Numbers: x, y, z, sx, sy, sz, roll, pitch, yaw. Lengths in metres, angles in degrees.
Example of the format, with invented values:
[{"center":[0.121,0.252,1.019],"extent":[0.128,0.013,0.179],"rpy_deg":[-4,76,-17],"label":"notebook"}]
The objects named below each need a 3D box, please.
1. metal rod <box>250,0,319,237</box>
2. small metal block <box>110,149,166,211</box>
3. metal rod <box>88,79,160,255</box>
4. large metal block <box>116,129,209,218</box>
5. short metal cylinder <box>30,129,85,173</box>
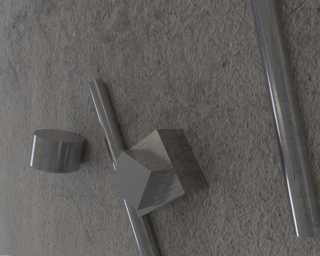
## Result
[{"center":[0.118,-0.048,0.307],"extent":[0.025,0.025,0.298],"rpy_deg":[-14,81,39],"label":"metal rod"},{"center":[-0.027,0.059,0.362],"extent":[0.050,0.025,0.050],"rpy_deg":[31,109,35],"label":"small metal block"},{"center":[-0.052,0.064,0.447],"extent":[0.025,0.025,0.299],"rpy_deg":[-32,71,35],"label":"metal rod"},{"center":[0.001,0.056,0.388],"extent":[0.080,0.050,0.080],"rpy_deg":[-37,68,34],"label":"large metal block"},{"center":[-0.167,0.036,0.508],"extent":[0.080,0.081,0.050],"rpy_deg":[19,102,38],"label":"short metal cylinder"}]
